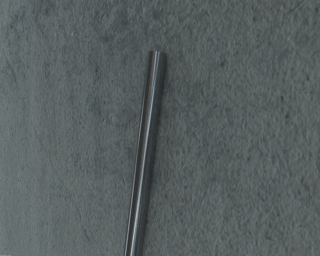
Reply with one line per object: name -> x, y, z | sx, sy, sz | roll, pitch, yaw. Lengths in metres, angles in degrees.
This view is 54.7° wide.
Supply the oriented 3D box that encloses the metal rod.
metal rod -> -0.022, 0.048, 0.421 | 0.025, 0.025, 0.298 | 12, 98, 39
